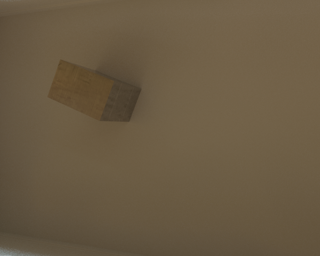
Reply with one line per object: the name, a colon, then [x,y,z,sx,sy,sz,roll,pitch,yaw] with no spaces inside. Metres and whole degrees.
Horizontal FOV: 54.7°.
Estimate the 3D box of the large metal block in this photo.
large metal block: [-0.083,-0.047,0.409,0.080,0.080,0.050,24,98,18]
